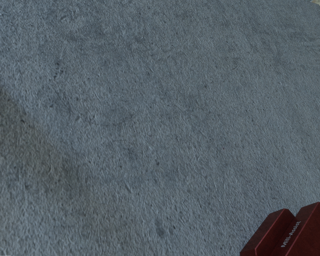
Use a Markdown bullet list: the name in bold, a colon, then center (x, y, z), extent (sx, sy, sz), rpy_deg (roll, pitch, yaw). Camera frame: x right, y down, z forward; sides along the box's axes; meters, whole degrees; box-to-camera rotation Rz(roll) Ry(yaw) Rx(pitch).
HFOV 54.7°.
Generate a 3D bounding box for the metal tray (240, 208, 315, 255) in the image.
- **metal tray**: center (0.171, 0.179, 0.383), extent (0.091, 0.030, 0.130), rpy_deg (-33, 80, -38)

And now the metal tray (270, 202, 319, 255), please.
- **metal tray**: center (0.184, 0.161, 0.362), extent (0.131, 0.030, 0.090), rpy_deg (-33, 80, -38)
